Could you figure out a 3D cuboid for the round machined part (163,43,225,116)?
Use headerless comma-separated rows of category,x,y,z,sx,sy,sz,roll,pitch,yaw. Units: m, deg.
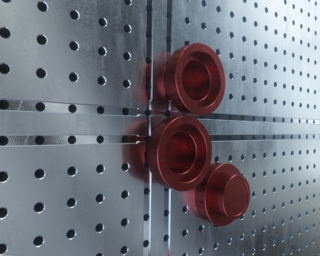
round machined part,0.044,-0.065,0.433,0.099,0.042,0.097,0,90,-40

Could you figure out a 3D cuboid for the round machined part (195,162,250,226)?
round machined part,0.104,0.104,0.484,0.099,0.042,0.097,0,90,-40

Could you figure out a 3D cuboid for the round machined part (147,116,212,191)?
round machined part,0.021,0.033,0.415,0.099,0.042,0.097,0,90,-40
